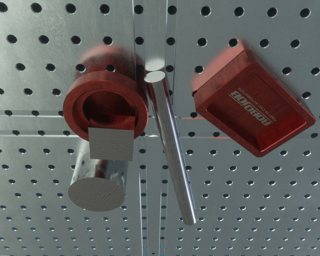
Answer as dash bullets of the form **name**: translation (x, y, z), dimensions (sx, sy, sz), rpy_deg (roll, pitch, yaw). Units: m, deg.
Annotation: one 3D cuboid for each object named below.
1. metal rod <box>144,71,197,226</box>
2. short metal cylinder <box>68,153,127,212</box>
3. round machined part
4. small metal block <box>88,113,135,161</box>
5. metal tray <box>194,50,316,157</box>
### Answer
- **metal rod**: translation (0.023, 0.051, 0.455), dimensions (0.025, 0.025, 0.298), rpy_deg (-9, 130, 7)
- **short metal cylinder**: translation (-0.091, 0.081, 0.463), dimensions (0.081, 0.050, 0.079), rpy_deg (0, 130, 0)
- **round machined part**: translation (-0.063, -0.027, 0.376), dimensions (0.099, 0.042, 0.097), rpy_deg (-1, 130, 0)
- **small metal block**: translation (-0.056, 0.012, 0.366), dimensions (0.050, 0.025, 0.050), rpy_deg (4, 130, -4)
- **metal tray**: translation (0.118, -0.024, 0.389), dimensions (0.130, 0.030, 0.090), rpy_deg (34, 122, -26)
